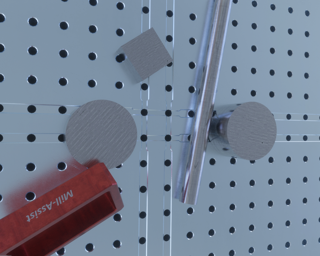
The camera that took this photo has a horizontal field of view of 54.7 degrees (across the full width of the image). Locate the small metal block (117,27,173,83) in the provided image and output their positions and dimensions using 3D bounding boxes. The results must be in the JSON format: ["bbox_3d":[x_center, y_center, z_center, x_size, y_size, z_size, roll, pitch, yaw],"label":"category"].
[{"bbox_3d":[-0.020,-0.095,0.405,0.050,0.025,0.050,-37,102,-16],"label":"small metal block"}]

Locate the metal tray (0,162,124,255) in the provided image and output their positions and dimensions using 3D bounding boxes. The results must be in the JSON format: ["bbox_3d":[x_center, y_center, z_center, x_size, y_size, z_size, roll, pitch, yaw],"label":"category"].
[{"bbox_3d":[-0.106,0.098,0.338,0.131,0.090,0.030,-30,64,-17],"label":"metal tray"}]

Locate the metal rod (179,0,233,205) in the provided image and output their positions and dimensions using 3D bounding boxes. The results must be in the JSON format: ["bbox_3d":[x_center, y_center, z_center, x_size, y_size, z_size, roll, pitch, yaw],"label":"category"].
[{"bbox_3d":[0.066,-0.044,0.436,0.025,0.025,0.298,12,86,-20],"label":"metal rod"}]

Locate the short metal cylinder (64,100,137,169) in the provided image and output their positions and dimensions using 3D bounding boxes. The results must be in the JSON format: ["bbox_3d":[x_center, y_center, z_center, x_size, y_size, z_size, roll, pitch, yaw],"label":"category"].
[{"bbox_3d":[-0.073,0.008,0.372,0.081,0.050,0.079,0,90,-20],"label":"short metal cylinder"}]

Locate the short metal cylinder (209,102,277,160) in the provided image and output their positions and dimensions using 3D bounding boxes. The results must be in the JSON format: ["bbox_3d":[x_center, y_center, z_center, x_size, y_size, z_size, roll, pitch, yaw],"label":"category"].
[{"bbox_3d":[0.117,0.004,0.442,0.081,0.050,0.079,0,90,-20],"label":"short metal cylinder"}]
